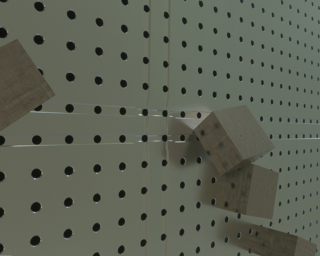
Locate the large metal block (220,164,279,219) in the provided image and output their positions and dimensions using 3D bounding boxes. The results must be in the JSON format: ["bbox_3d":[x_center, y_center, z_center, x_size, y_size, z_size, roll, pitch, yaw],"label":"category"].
[{"bbox_3d":[0.153,0.106,0.524,0.080,0.050,0.080,20,77,-39],"label":"large metal block"}]

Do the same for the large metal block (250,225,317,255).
[{"bbox_3d":[0.226,0.220,0.567,0.080,0.080,0.050,30,71,-36],"label":"large metal block"}]

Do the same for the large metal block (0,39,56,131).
[{"bbox_3d":[-0.147,-0.024,0.251,0.080,0.080,0.050,-43,117,-32],"label":"large metal block"}]

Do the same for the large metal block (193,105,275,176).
[{"bbox_3d":[0.111,0.016,0.466,0.081,0.050,0.080,-12,64,-40],"label":"large metal block"}]
